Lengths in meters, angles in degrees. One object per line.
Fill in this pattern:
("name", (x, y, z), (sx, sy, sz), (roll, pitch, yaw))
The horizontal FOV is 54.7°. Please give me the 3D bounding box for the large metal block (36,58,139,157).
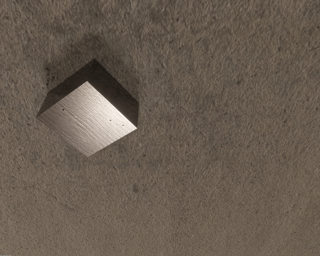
("large metal block", (-0.083, -0.022, 0.371), (0.080, 0.050, 0.080), (-30, 125, 22))
